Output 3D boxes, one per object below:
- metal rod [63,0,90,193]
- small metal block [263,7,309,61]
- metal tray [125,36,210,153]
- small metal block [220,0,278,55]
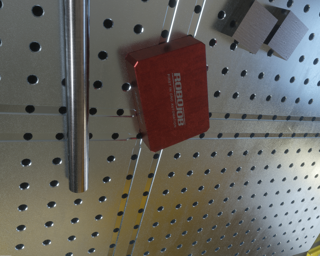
[{"bbox_3d":[-0.088,-0.054,0.330,0.025,0.025,0.298,-7,122,-25],"label":"metal rod"},{"bbox_3d":[0.168,-0.129,0.426,0.050,0.025,0.050,21,107,-37],"label":"small metal block"},{"bbox_3d":[0.014,-0.040,0.393,0.091,0.030,0.129,-21,127,-16],"label":"metal tray"},{"bbox_3d":[0.114,-0.130,0.395,0.050,0.025,0.050,21,107,-36],"label":"small metal block"}]
